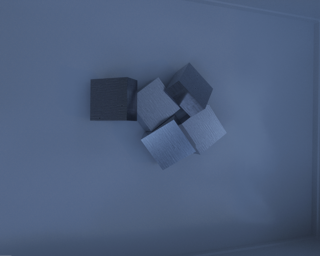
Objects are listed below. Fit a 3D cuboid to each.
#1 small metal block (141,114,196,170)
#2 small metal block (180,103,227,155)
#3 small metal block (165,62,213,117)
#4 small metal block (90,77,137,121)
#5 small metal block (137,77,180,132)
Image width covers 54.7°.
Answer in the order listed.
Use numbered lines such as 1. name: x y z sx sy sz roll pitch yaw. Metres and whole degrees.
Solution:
1. small metal block: 0.012 0.018 0.402 0.050 0.025 0.050 -32 102 14
2. small metal block: 0.056 0.001 0.431 0.050 0.025 0.050 -38 102 -16
3. small metal block: 0.040 -0.051 0.412 0.050 0.025 0.050 45 41 -15
4. small metal block: -0.056 -0.033 0.374 0.050 0.025 0.050 0 89 23
5. small metal block: -0.011 -0.030 0.406 0.050 0.025 0.050 -39 103 -16
